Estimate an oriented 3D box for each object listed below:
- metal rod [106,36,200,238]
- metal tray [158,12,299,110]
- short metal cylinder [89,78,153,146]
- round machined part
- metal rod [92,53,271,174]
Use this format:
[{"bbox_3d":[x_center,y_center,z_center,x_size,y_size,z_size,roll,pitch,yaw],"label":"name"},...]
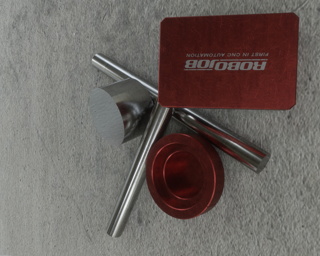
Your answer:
[{"bbox_3d":[-0.017,0.030,0.398,0.025,0.025,0.298,40,121,32],"label":"metal rod"},{"bbox_3d":[0.066,-0.064,0.312,0.131,0.030,0.089,2,92,12],"label":"metal tray"},{"bbox_3d":[-0.051,-0.022,0.415,0.080,0.050,0.079,29,132,40],"label":"short metal cylinder"},{"bbox_3d":[0.033,0.055,0.368,0.098,0.042,0.097,0,90,40],"label":"round machined part"},{"bbox_3d":[0.005,-0.035,0.403,0.300,0.025,0.025,35,112,34],"label":"metal rod"}]
